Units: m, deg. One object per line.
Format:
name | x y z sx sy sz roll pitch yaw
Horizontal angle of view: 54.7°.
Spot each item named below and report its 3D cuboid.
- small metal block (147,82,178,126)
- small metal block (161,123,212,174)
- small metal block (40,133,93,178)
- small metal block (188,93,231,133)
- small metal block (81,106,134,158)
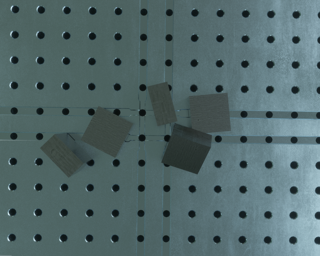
small metal block | 0.003 -0.029 0.401 0.025 0.050 0.050 -15 90 0
small metal block | 0.034 0.027 0.401 0.050 0.025 0.050 18 127 -1
small metal block | -0.119 0.034 0.399 0.025 0.050 0.050 -44 91 0
small metal block | 0.065 -0.019 0.414 0.050 0.025 0.050 -5 90 -1
small metal block | -0.069 0.005 0.413 0.050 0.025 0.050 27 90 -1
